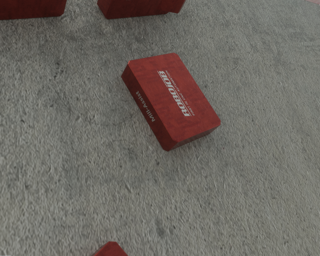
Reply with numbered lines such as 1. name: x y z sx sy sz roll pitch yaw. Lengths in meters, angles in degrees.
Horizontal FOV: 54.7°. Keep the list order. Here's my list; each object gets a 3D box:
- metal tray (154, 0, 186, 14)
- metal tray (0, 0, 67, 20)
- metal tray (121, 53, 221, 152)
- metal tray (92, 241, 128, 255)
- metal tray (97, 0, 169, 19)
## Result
1. metal tray: -0.014 -0.262 0.538 0.091 0.030 0.130 1 59 -25
2. metal tray: -0.177 -0.175 0.373 0.131 0.090 0.030 -19 72 -35
3. metal tray: 0.016 -0.041 0.434 0.091 0.030 0.130 -20 72 -36
4. metal tray: -0.061 0.175 0.260 0.090 0.030 0.131 48 51 5
5. metal tray: -0.024 -0.217 0.481 0.131 0.090 0.030 -20 73 -36
